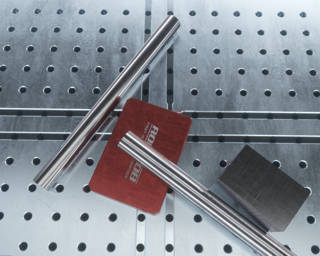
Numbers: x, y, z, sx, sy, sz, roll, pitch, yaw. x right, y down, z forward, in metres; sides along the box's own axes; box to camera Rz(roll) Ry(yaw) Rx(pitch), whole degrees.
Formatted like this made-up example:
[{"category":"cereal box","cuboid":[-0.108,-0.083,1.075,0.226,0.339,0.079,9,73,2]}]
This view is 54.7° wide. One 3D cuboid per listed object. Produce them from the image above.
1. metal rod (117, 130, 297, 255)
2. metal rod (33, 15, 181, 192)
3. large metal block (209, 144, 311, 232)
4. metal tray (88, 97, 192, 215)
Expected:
[{"category":"metal rod","cuboid":[0.078,0.102,0.353,0.300,0.025,0.025,37,74,4]},{"category":"metal rod","cuboid":[-0.063,-0.045,0.427,0.025,0.025,0.300,32,73,11]},{"category":"large metal block","cuboid":[0.108,0.073,0.357,0.080,0.080,0.050,39,75,13]},{"category":"metal tray","cuboid":[-0.022,0.034,0.396,0.090,0.030,0.130,19,71,7]}]
